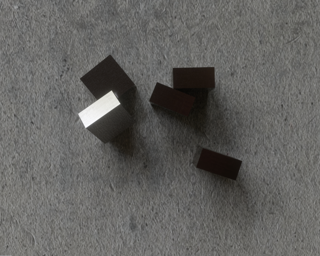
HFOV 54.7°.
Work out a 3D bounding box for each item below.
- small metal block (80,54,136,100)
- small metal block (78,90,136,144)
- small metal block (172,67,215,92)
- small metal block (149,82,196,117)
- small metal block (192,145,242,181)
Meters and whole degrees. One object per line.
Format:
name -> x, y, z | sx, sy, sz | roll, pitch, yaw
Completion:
small metal block -> -0.067, -0.060, 0.409 | 0.050, 0.025, 0.050 | -39, 90, 0
small metal block -> -0.066, -0.012, 0.394 | 0.050, 0.050, 0.025 | -35, 59, 0
small metal block -> 0.041, -0.061, 0.398 | 0.050, 0.050, 0.025 | -1, 90, 0
small metal block -> 0.015, -0.035, 0.397 | 0.050, 0.050, 0.025 | 22, 91, 0
small metal block -> 0.071, 0.044, 0.398 | 0.050, 0.050, 0.025 | 19, 90, 0
